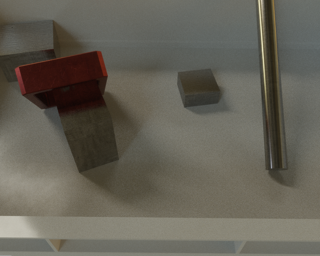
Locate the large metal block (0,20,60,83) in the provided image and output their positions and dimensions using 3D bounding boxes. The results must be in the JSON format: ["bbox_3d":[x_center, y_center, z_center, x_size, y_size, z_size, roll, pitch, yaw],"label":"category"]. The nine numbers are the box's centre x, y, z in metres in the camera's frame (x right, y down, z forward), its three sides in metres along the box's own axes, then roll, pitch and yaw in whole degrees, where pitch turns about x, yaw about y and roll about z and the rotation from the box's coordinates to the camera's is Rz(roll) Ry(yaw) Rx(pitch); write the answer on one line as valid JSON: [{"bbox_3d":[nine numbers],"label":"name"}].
[{"bbox_3d":[-0.204,-0.123,0.489,0.081,0.050,0.080,-10,51,-9],"label":"large metal block"}]

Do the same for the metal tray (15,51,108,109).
[{"bbox_3d":[-0.116,-0.055,0.388,0.091,0.130,0.030,-15,90,-13],"label":"metal tray"}]

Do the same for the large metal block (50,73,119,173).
[{"bbox_3d":[-0.090,-0.007,0.374,0.050,0.080,0.080,-18,53,-15],"label":"large metal block"}]

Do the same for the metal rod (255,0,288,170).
[{"bbox_3d":[0.143,-0.095,0.406,0.025,0.025,0.299,1,75,1],"label":"metal rod"}]

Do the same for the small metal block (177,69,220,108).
[{"bbox_3d":[0.056,-0.059,0.456,0.050,0.025,0.050,-7,51,-7],"label":"small metal block"}]
